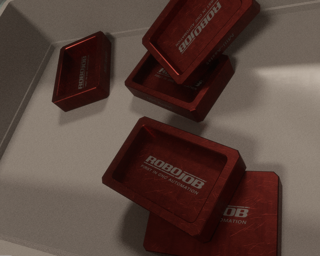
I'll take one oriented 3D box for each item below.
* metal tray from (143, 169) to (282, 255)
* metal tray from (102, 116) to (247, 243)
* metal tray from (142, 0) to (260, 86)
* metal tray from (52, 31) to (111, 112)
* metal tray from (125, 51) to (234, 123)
[{"bbox_3d":[0.054,0.090,0.318,0.130,0.030,0.090,-2,61,26],"label":"metal tray"},{"bbox_3d":[0.011,0.047,0.327,0.130,0.030,0.090,21,72,35],"label":"metal tray"},{"bbox_3d":[0.046,-0.128,0.388,0.129,0.030,0.090,-48,68,26],"label":"metal tray"},{"bbox_3d":[-0.131,-0.098,0.529,0.090,0.030,0.130,-16,55,18],"label":"metal tray"},{"bbox_3d":[0.024,-0.071,0.431,0.130,0.030,0.090,26,75,36],"label":"metal tray"}]
